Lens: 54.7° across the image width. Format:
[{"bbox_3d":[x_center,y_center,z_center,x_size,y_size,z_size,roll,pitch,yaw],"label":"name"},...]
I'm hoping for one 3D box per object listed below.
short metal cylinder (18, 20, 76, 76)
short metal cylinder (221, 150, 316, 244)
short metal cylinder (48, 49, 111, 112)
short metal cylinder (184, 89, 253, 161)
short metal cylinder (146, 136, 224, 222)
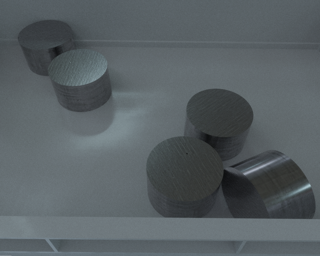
[{"bbox_3d":[-0.176,-0.128,0.494,0.081,0.050,0.080,0,50,0],"label":"short metal cylinder"},{"bbox_3d":[0.106,0.068,0.313,0.050,0.080,0.080,-20,53,-16],"label":"short metal cylinder"},{"bbox_3d":[-0.113,-0.069,0.445,0.081,0.050,0.080,0,50,0],"label":"short metal cylinder"},{"bbox_3d":[0.072,-0.004,0.394,0.081,0.050,0.080,0,50,0],"label":"short metal cylinder"},{"bbox_3d":[0.026,0.056,0.342,0.081,0.050,0.080,0,50,0],"label":"short metal cylinder"}]
